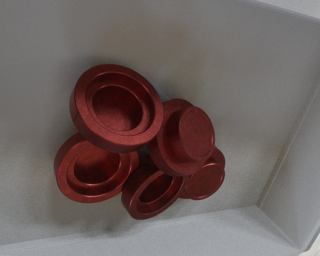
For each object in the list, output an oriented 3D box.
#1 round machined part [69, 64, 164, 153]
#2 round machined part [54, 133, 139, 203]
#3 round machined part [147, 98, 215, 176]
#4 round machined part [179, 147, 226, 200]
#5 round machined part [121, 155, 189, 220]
[{"bbox_3d":[-0.049,-0.017,0.336,0.099,0.098,0.042,2,153,-30],"label":"round machined part"},{"bbox_3d":[-0.079,0.040,0.378,0.099,0.042,0.097,-14,125,-21],"label":"round machined part"},{"bbox_3d":[0.032,0.010,0.385,0.099,0.042,0.098,14,70,-43],"label":"round machined part"},{"bbox_3d":[0.060,0.071,0.474,0.099,0.042,0.097,-14,125,-21],"label":"round machined part"},{"bbox_3d":[-0.011,0.074,0.422,0.099,0.042,0.097,-26,139,-25],"label":"round machined part"}]
